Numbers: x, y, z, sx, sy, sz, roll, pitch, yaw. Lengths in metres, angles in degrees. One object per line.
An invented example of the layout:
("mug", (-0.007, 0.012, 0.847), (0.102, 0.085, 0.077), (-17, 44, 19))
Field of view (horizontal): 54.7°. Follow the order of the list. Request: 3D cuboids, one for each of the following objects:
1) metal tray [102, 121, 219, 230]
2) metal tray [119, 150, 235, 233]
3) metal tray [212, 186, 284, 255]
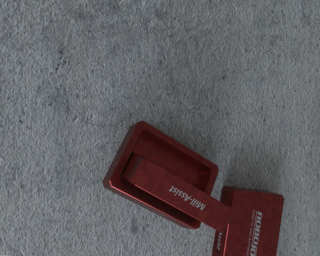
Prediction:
("metal tray", (0.005, 0.061, 0.396), (0.130, 0.030, 0.090), (32, 65, -17))
("metal tray", (0.015, 0.075, 0.379), (0.130, 0.090, 0.030), (32, 81, -17))
("metal tray", (0.128, 0.156, 0.454), (0.091, 0.030, 0.129), (11, 86, -20))
